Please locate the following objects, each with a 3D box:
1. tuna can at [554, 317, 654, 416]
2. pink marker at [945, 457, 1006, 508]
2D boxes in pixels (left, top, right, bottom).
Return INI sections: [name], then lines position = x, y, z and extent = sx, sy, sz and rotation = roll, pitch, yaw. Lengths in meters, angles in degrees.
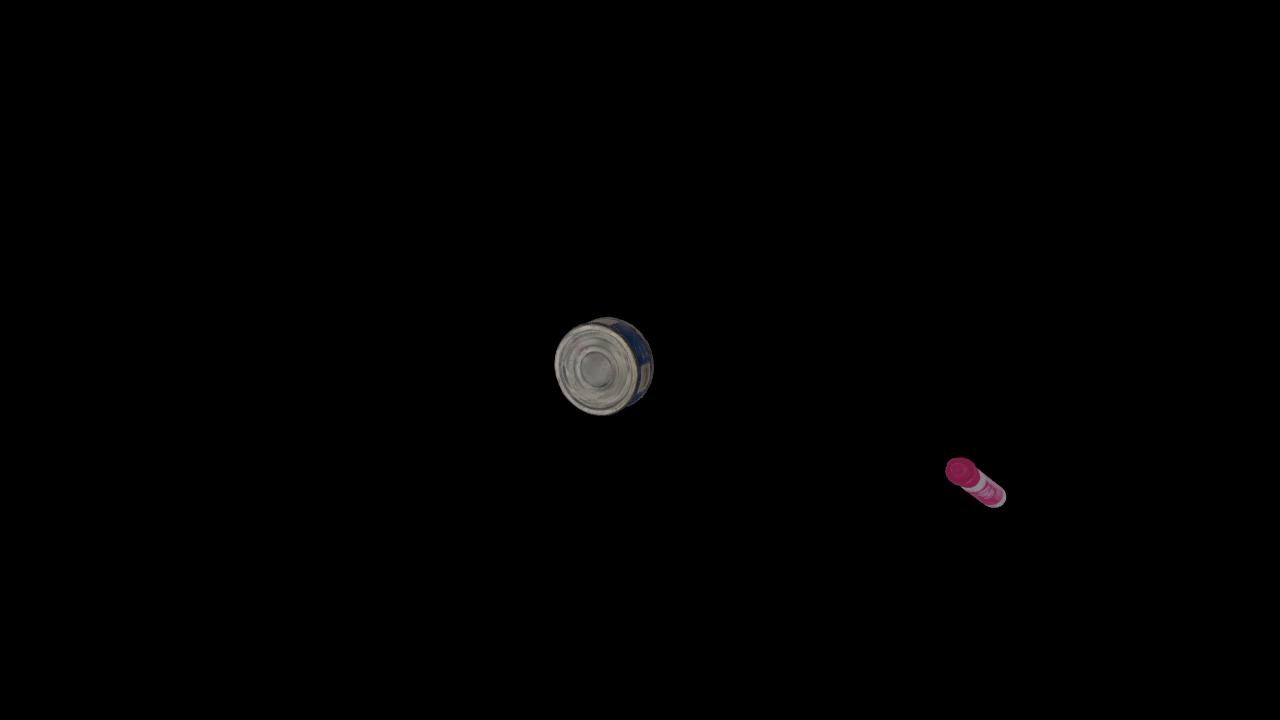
[tuna can]
position = -0.032, 0.006, 0.540
extent = 0.084, 0.084, 0.034
rotation = 0, 11, 24
[pink marker]
position = 0.244, 0.090, 0.444
extent = 0.020, 0.020, 0.121
rotation = 0, -18, 40
